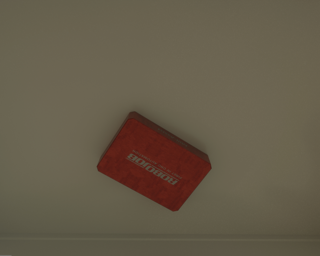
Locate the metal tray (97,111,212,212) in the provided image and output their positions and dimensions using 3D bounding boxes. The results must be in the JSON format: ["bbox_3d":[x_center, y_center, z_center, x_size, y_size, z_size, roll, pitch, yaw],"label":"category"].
[{"bbox_3d":[-0.008,0.048,0.426,0.130,0.030,0.090,31,107,-11],"label":"metal tray"}]
